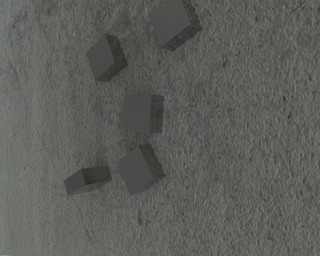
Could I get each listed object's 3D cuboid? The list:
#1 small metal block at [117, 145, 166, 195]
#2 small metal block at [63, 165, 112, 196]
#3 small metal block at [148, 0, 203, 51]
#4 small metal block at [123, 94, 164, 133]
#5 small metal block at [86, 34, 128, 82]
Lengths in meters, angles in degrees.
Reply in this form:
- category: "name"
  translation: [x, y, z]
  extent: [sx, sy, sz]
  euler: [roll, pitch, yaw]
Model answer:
- category: "small metal block"
  translation: [-0.027, 0.057, 0.427]
  extent: [0.050, 0.025, 0.050]
  euler: [-39, 66, 33]
- category: "small metal block"
  translation: [-0.112, 0.082, 0.481]
  extent: [0.050, 0.050, 0.025]
  euler: [-33, 70, 35]
- category: "small metal block"
  translation: [0.019, -0.134, 0.390]
  extent: [0.050, 0.025, 0.050]
  euler: [-30, 71, 36]
- category: "small metal block"
  translation: [-0.023, -0.020, 0.424]
  extent: [0.050, 0.025, 0.050]
  euler: [6, 94, 40]
- category: "small metal block"
  translation: [-0.082, -0.106, 0.473]
  extent: [0.050, 0.025, 0.050]
  euler: [-32, 70, 35]
